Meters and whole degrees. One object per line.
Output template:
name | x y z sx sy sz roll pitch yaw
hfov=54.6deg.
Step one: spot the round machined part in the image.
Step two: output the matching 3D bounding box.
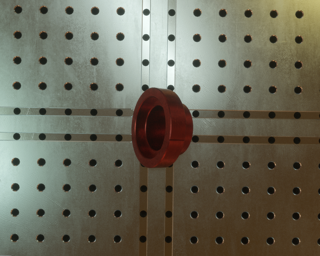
round machined part | 0.005 0.000 0.386 0.042 0.098 0.097 3 90 -31
